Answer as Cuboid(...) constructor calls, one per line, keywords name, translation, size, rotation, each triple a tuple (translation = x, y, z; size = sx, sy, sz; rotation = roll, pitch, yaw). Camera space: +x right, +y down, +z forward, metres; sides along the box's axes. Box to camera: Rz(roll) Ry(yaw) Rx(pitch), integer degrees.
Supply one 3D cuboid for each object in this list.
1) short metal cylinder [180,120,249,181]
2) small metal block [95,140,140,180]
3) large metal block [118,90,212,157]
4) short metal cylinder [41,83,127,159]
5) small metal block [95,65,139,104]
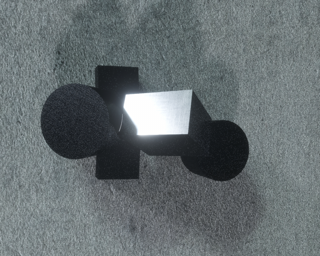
Cuboid(name="short metal cylinder", translation=(0.073, 0.029, 0.426), size=(0.081, 0.050, 0.079), rotation=(0, 90, -21))
Cuboid(name="small metal block", translation=(-0.053, 0.038, 0.391), size=(0.050, 0.025, 0.050), rotation=(3, 89, -20))
Cuboid(name="large metal block", translation=(0.010, -0.002, 0.366), size=(0.080, 0.080, 0.050), rotation=(43, 50, -58))
Cuboid(name="short metal cylinder", translation=(-0.083, -0.007, 0.348), size=(0.080, 0.050, 0.079), rotation=(0, 91, 15))
Cuboid(name="small metal block", translation=(-0.054, -0.051, 0.390), size=(0.050, 0.025, 0.050), rotation=(-1, 91, -21))
